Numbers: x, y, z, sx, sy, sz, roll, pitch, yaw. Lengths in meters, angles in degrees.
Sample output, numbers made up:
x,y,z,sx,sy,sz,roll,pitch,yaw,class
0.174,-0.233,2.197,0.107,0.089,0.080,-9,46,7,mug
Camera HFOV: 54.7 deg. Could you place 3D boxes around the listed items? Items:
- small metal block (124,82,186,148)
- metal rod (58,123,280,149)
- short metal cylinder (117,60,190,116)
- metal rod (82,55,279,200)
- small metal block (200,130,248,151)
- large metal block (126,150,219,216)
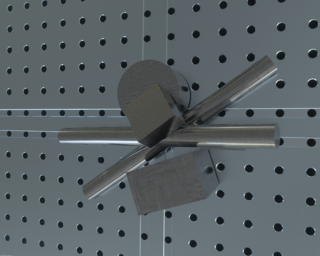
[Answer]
x,y,z,sx,sy,sz,roll,pitch,yaw,class
-0.007,-0.014,0.349,0.050,0.025,0.050,-37,56,16,small metal block
-0.014,0.010,0.376,0.300,0.025,0.025,-1,90,33,metal rod
-0.007,-0.043,0.398,0.080,0.050,0.079,0,89,20,short metal cylinder
0.015,0.009,0.404,0.300,0.025,0.025,-36,79,16,metal rod
0.078,0.012,0.368,0.050,0.050,0.025,0,90,21,small metal block
0.018,0.061,0.372,0.080,0.080,0.050,-19,84,19,large metal block
